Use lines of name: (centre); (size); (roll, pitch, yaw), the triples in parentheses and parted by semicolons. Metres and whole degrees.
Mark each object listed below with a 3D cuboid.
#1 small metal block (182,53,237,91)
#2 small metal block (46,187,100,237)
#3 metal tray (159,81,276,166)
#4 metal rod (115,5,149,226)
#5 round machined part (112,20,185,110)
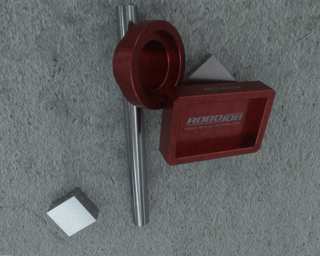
small metal block: (0.062, -0.058, 0.389); (0.050, 0.025, 0.050); (-42, 105, 13)
small metal block: (-0.126, 0.123, 0.453); (0.050, 0.025, 0.050); (-32, 107, 11)
metal tray: (0.068, -0.007, 0.375); (0.131, 0.030, 0.089); (-6, 122, -19)
metal rod: (-0.034, -0.001, 0.408); (0.025, 0.025, 0.298); (-2, 110, 0)
round machined part: (-0.015, -0.072, 0.353); (0.042, 0.099, 0.097); (13, 115, 35)
